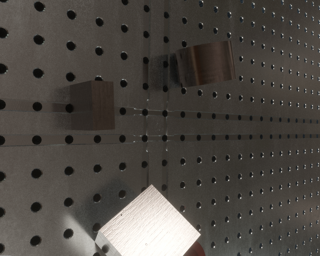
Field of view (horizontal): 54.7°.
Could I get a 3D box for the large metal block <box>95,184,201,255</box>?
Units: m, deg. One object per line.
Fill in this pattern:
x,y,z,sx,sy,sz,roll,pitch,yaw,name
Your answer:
-0.015,0.127,0.357,0.080,0.050,0.080,44,55,13,large metal block

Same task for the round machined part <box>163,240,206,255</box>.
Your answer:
0.014,0.191,0.412,0.099,0.042,0.097,0,91,-40,round machined part

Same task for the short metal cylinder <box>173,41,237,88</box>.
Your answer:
0.062,-0.087,0.428,0.081,0.080,0.050,-17,101,-39,short metal cylinder

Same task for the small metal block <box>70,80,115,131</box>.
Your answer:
-0.073,-0.023,0.333,0.025,0.050,0.050,-3,92,-40,small metal block
